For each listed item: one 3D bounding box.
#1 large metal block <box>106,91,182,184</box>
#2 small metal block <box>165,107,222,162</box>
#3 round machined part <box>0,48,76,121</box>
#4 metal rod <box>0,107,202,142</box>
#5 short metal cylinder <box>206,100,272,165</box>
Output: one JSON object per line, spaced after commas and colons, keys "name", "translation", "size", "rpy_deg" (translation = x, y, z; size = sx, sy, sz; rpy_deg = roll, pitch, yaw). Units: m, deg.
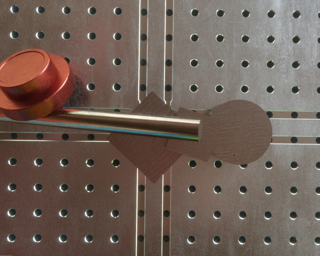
{"name": "large metal block", "translation": [-0.008, 0.011, 0.399], "size": [0.080, 0.050, 0.080], "rpy_deg": [44, 90, -1]}
{"name": "small metal block", "translation": [0.038, 0.007, 0.362], "size": [0.050, 0.025, 0.050], "rpy_deg": [19, 90, -1]}
{"name": "round machined part", "translation": [-0.157, -0.059, 0.376], "size": [0.098, 0.042, 0.098], "rpy_deg": [-6, 51, 8]}
{"name": "metal rod", "translation": [-0.101, -0.011, 0.368], "size": [0.301, 0.025, 0.025], "rpy_deg": [5, 90, 16]}
{"name": "short metal cylinder", "translation": [0.097, 0.005, 0.402], "size": [0.081, 0.050, 0.079], "rpy_deg": [0, 90, -1]}
